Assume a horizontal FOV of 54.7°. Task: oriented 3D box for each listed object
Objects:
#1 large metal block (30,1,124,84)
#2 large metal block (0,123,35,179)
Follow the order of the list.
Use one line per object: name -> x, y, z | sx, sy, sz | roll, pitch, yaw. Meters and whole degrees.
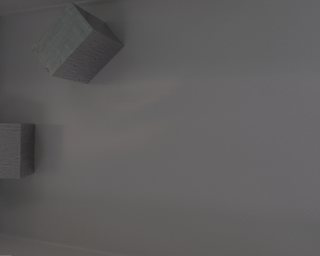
large metal block -> -0.109, -0.110, 0.420 | 0.080, 0.080, 0.050 | -42, 77, 15
large metal block -> -0.241, 0.032, 0.469 | 0.080, 0.050, 0.080 | 1, 90, 0
